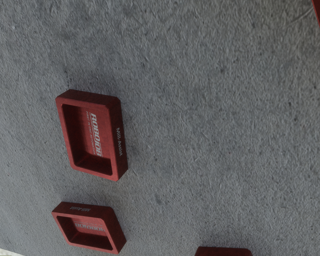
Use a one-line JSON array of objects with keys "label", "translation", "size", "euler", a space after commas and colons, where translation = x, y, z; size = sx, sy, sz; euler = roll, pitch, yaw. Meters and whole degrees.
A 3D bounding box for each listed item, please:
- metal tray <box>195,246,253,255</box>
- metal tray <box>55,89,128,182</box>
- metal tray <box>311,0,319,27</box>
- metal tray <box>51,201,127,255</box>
[{"label": "metal tray", "translation": [0.117, 0.250, 0.496], "size": [0.090, 0.030, 0.129], "euler": [-12, 113, 33]}, {"label": "metal tray", "translation": [-0.099, 0.012, 0.463], "size": [0.090, 0.030, 0.129], "euler": [11, 123, 22]}, {"label": "metal tray", "translation": [0.161, -0.132, 0.236], "size": [0.090, 0.030, 0.130], "euler": [-15, 111, 34]}, {"label": "metal tray", "translation": [-0.136, 0.190, 0.592], "size": [0.130, 0.030, 0.089], "euler": [-3, 117, 29]}]
